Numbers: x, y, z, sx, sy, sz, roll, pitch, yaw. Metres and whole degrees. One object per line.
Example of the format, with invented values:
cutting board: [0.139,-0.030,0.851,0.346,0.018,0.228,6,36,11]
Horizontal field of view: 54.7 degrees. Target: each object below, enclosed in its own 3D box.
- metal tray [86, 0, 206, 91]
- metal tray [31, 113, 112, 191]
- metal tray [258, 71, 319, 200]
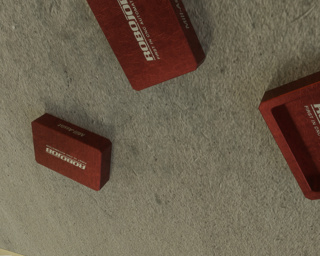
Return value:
metal tray: [-0.017,-0.114,0.342,0.090,0.030,0.130,-15,111,34]
metal tray: [-0.144,0.039,0.504,0.130,0.030,0.089,21,127,15]
metal tray: [0.172,0.009,0.318,0.090,0.030,0.130,-22,107,36]
